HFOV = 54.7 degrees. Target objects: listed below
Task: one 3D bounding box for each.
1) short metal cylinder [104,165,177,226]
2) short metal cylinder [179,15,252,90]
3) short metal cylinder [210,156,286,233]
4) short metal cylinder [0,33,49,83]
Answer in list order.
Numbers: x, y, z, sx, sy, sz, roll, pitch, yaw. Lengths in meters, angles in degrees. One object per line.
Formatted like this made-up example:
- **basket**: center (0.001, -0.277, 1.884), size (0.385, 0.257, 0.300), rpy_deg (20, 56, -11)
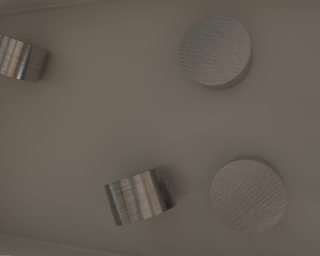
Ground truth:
- **short metal cylinder**: center (-0.024, 0.083, 0.389), size (0.080, 0.080, 0.050), rpy_deg (-21, 83, 18)
- **short metal cylinder**: center (0.069, -0.088, 0.373), size (0.080, 0.050, 0.079), rpy_deg (0, 90, 19)
- **short metal cylinder**: center (0.103, 0.074, 0.361), size (0.080, 0.050, 0.079), rpy_deg (0, 90, 19)
- **short metal cylinder**: center (-0.212, -0.104, 0.454), size (0.080, 0.080, 0.050), rpy_deg (23, 98, 18)
